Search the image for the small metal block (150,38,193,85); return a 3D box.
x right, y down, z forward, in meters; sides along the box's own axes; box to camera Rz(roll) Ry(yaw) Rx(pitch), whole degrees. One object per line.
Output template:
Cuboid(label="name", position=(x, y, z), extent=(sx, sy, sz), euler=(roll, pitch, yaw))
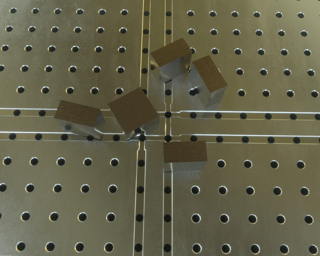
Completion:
Cuboid(label="small metal block", position=(0.015, -0.092, 0.432), extent=(0.050, 0.050, 0.025), euler=(-28, 73, -10))

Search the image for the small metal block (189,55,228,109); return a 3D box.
Cuboid(label="small metal block", position=(0.064, -0.062, 0.422), extent=(0.025, 0.050, 0.050), euler=(-24, 72, -9))

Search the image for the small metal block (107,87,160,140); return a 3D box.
Cuboid(label="small metal block", position=(-0.035, -0.019, 0.418), extent=(0.050, 0.025, 0.050), euler=(-29, 73, -11))

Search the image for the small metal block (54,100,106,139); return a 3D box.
Cuboid(label="small metal block", position=(-0.101, -0.009, 0.401), extent=(0.050, 0.050, 0.025), euler=(13, 71, 4))

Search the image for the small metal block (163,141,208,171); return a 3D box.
Cuboid(label="small metal block", position=(0.029, 0.036, 0.386), extent=(0.050, 0.050, 0.025), euler=(-2, 70, -1))
